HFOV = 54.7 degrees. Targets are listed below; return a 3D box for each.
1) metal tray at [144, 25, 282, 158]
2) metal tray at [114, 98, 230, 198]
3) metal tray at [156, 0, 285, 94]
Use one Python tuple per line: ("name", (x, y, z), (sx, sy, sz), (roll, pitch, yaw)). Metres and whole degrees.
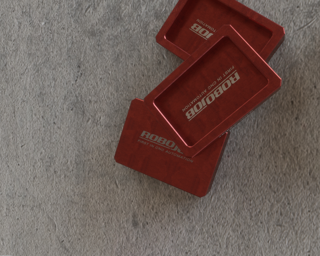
("metal tray", (0.057, -0.039, 0.353), (0.130, 0.030, 0.090), (-41, 77, 15))
("metal tray", (0.014, 0.023, 0.401), (0.130, 0.030, 0.089), (20, 97, 18))
("metal tray", (0.071, -0.110, 0.380), (0.130, 0.030, 0.090), (38, 102, 16))
